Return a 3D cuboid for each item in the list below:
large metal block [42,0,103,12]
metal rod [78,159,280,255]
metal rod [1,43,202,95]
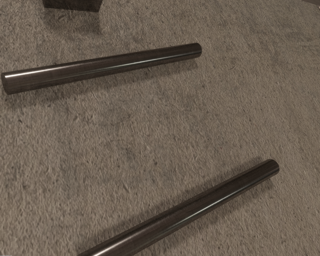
[{"bbox_3d":[-0.132,-0.221,0.452,0.081,0.050,0.080,-8,66,-32],"label":"large metal block"},{"bbox_3d":[0.048,0.094,0.373,0.302,0.025,0.025,-17,71,-35],"label":"metal rod"},{"bbox_3d":[-0.055,-0.089,0.429,0.302,0.025,0.025,-19,72,-36],"label":"metal rod"}]
